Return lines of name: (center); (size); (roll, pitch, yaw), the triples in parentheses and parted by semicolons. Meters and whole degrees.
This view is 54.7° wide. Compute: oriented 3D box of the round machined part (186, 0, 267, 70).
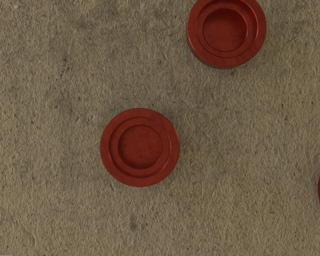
round machined part: (0.083, -0.124, 0.402); (0.099, 0.042, 0.097); (0, 90, 0)

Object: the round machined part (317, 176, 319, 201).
round machined part: (0.254, 0.079, 0.403); (0.099, 0.042, 0.097); (0, 90, 0)

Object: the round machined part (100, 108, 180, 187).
round machined part: (-0.025, 0.024, 0.401); (0.099, 0.042, 0.097); (0, 90, 0)
